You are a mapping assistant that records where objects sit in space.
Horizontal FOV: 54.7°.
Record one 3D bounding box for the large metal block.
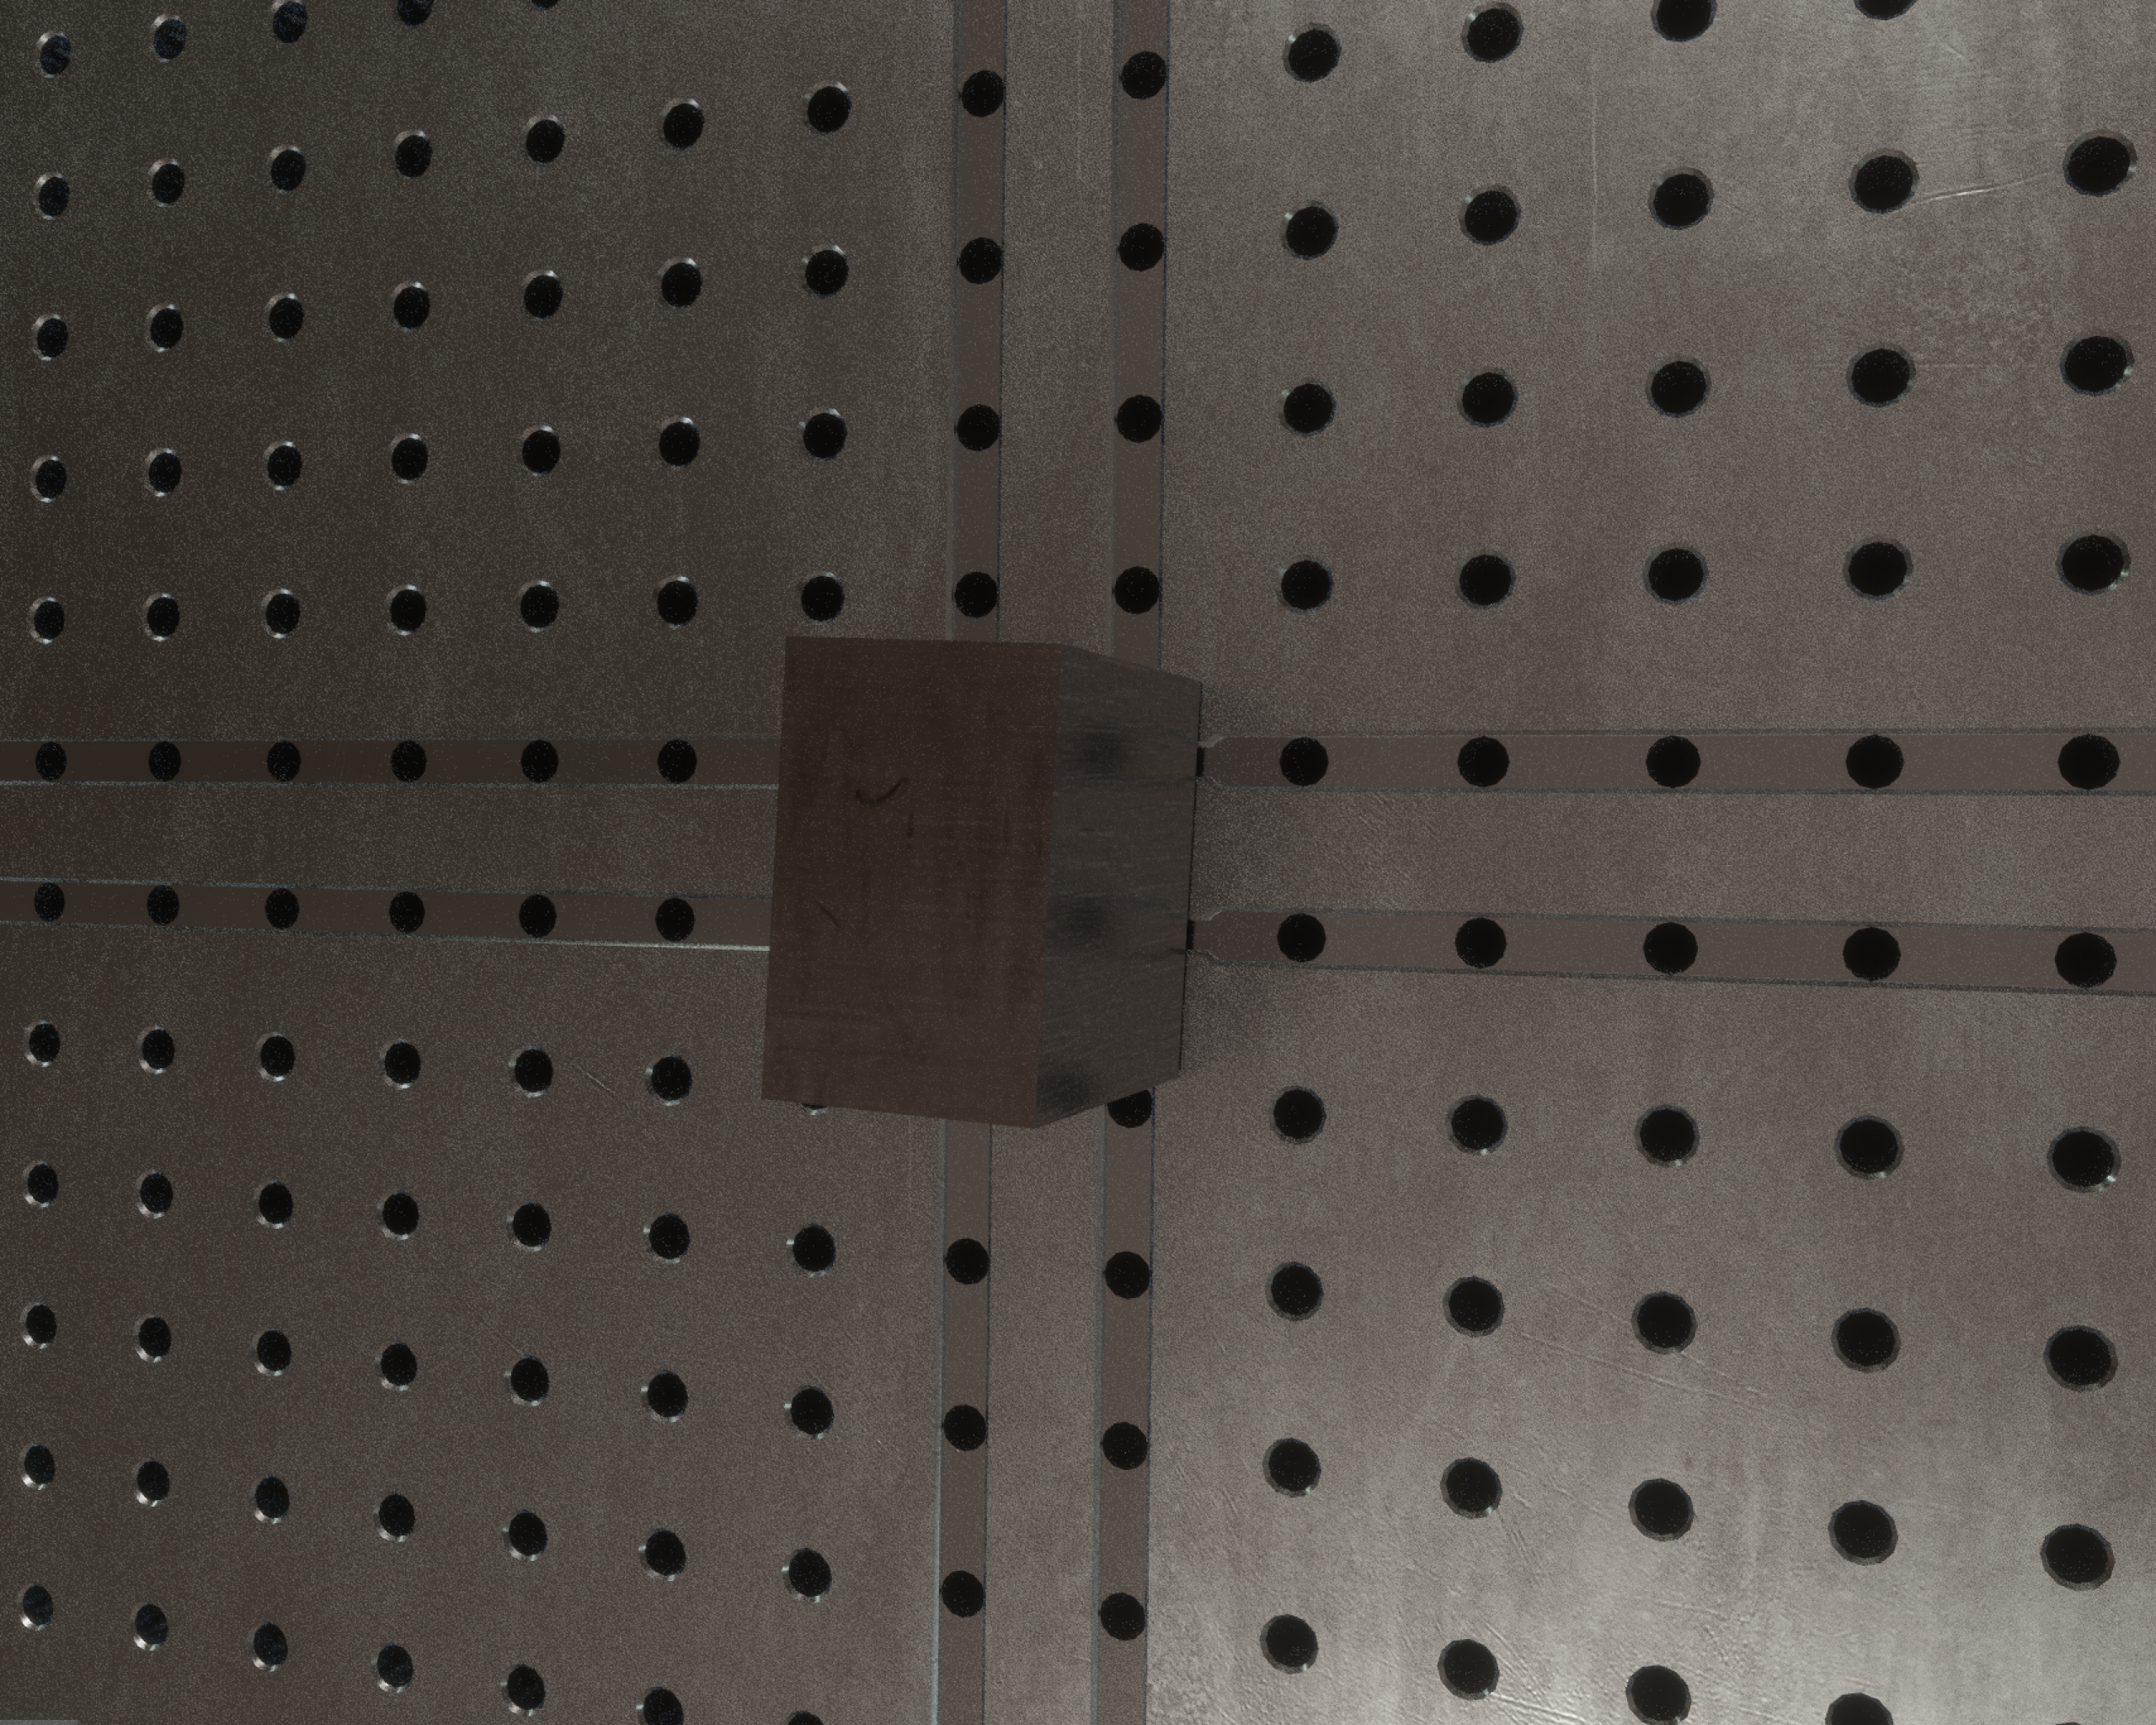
[{"bbox_3d":[-0.015,0.002,0.387,0.050,0.080,0.079,4,91,20],"label":"large metal block"}]
